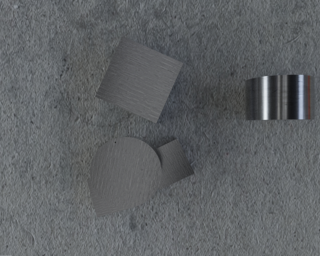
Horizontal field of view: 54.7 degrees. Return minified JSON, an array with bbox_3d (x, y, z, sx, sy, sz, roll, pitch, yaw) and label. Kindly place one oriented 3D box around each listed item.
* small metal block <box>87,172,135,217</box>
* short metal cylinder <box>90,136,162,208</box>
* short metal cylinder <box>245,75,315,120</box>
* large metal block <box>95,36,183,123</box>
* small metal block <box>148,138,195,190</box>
[{"bbox_3d":[-0.063,0.084,0.410,0.050,0.025,0.050,-15,90,0],"label":"small metal block"},{"bbox_3d":[-0.038,0.050,0.372,0.081,0.050,0.080,0,90,0],"label":"short metal cylinder"},{"bbox_3d":[0.147,-0.035,0.384,0.081,0.080,0.050,0,90,0],"label":"short metal cylinder"},{"bbox_3d":[-0.025,-0.058,0.397,0.080,0.050,0.080,24,90,0],"label":"large metal block"},{"bbox_3d":[0.011,0.047,0.410,0.050,0.025,0.050,-26,90,0],"label":"small metal block"}]
